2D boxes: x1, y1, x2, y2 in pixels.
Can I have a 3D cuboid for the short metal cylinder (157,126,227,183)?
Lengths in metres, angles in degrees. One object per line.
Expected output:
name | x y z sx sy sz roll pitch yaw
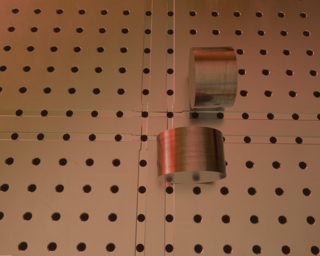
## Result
short metal cylinder | 0.036 0.035 0.370 0.081 0.080 0.050 -1 70 -1

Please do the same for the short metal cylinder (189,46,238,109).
short metal cylinder | 0.067 -0.066 0.407 0.050 0.080 0.080 -2 70 -1
